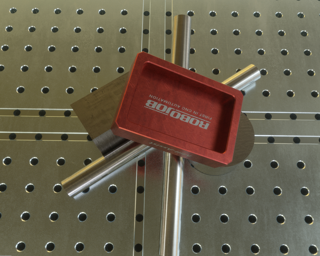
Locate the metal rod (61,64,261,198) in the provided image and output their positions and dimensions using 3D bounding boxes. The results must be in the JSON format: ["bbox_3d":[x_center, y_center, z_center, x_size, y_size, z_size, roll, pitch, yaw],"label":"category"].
[{"bbox_3d":[0.010,-0.002,0.413,0.301,0.025,0.025,-32,74,-12],"label":"metal rod"}]

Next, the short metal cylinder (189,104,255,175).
[{"bbox_3d":[0.072,0.016,0.392,0.081,0.050,0.080,0,70,0],"label":"short metal cylinder"}]

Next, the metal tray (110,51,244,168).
[{"bbox_3d":[0.022,-0.018,0.341,0.131,0.030,0.090,19,70,-13],"label":"metal tray"}]

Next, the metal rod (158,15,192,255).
[{"bbox_3d":[0.020,0.000,0.388,0.025,0.025,0.299,4,79,1],"label":"metal rod"}]

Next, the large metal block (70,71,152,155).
[{"bbox_3d":[-0.054,-0.014,0.386,0.080,0.080,0.050,-32,74,-11],"label":"large metal block"}]
